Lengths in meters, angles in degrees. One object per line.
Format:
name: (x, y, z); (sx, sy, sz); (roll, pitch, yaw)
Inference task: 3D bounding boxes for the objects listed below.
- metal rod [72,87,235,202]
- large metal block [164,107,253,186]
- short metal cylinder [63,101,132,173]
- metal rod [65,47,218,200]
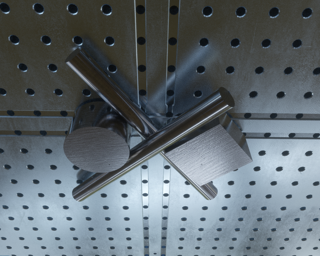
metal rod: (-0.030, 0.037, 0.410); (0.025, 0.025, 0.299); (35, 130, -26)
large metal block: (0.062, 0.022, 0.408); (0.080, 0.050, 0.080); (-31, 124, 23)
short metal cylinder: (-0.078, 0.013, 0.400); (0.081, 0.050, 0.079); (0, 130, 0)
metal rod: (-0.006, 0.012, 0.416); (0.025, 0.025, 0.300); (-29, 125, 22)
